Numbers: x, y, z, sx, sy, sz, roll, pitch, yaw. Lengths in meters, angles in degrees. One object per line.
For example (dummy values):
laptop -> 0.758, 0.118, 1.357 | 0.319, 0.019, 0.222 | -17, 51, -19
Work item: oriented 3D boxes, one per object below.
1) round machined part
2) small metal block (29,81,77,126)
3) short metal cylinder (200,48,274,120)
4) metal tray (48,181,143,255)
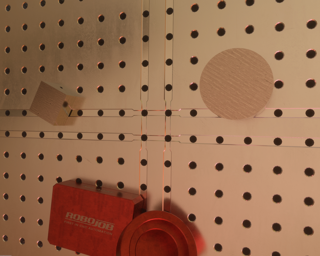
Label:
round machined part -> -0.007, 0.157, 0.386 | 0.098, 0.099, 0.042 | 51, 144, 12
small metal block -> -0.162, -0.037, 0.468 | 0.050, 0.025, 0.050 | 29, 99, 17
short metal cylinder -> 0.092, -0.049, 0.367 | 0.080, 0.050, 0.079 | 0, 90, 19
metal tray -> -0.094, 0.132, 0.442 | 0.130, 0.030, 0.089 | 7, 92, 19
